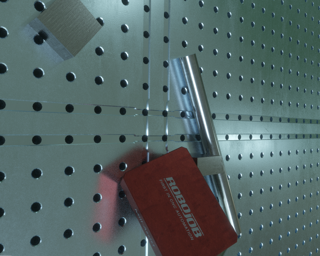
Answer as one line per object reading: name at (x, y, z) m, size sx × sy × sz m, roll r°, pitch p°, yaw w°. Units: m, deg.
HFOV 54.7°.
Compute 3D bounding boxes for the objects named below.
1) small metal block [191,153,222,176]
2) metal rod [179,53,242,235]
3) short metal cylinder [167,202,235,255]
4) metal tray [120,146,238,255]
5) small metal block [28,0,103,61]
small metal block at (0.052, 0.051, 0.439) m, size 0.050 × 0.050 × 0.025 m, roll 0°, pitch 90°, yaw -40°
metal rod at (0.081, 0.035, 0.479) m, size 0.025 × 0.025 × 0.298 m, roll -28°, pitch 108°, yaw -37°
short metal cylinder at (0.054, 0.144, 0.422) m, size 0.050 × 0.080 × 0.080 m, roll -51°, pitch 121°, yaw -28°
metal tray at (0.021, 0.098, 0.372) m, size 0.091 × 0.030 × 0.130 m, roll -23°, pitch 74°, yaw -23°
small metal block at (-0.099, -0.109, 0.328) m, size 0.050 × 0.025 × 0.050 m, roll 48°, pitch 61°, yaw -30°
